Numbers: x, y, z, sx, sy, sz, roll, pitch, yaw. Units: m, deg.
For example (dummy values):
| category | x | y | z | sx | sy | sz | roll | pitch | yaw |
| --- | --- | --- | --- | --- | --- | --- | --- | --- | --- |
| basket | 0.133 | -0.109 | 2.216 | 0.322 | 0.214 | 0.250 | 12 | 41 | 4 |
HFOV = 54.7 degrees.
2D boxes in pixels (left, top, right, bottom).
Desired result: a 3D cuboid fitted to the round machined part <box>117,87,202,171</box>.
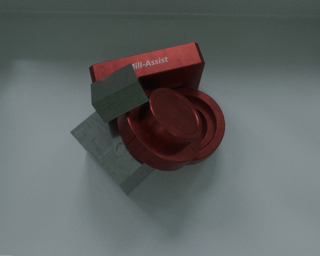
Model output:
| category | x | y | z | sx | sy | sz | roll | pitch | yaw |
| --- | --- | --- | --- | --- | --- | --- | --- | --- | --- |
| round machined part | 0.007 | -0.005 | 0.340 | 0.099 | 0.042 | 0.098 | 24 | 43 | -24 |

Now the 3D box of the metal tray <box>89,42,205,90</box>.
| category | x | y | z | sx | sy | sz | roll | pitch | yaw |
| --- | --- | --- | --- | --- | --- | --- | --- | --- | --- |
| metal tray | -0.015 | -0.059 | 0.394 | 0.131 | 0.090 | 0.030 | -14 | 72 | -6 |

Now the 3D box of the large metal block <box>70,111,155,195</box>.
| category | x | y | z | sx | sy | sz | roll | pitch | yaw |
| --- | --- | --- | --- | --- | --- | --- | --- | --- | --- |
| large metal block | -0.051 | 0.029 | 0.368 | 0.050 | 0.080 | 0.080 | -42 | 76 | -14 |

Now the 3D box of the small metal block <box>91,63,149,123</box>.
| category | x | y | z | sx | sy | sz | roll | pitch | yaw |
| --- | --- | --- | --- | --- | --- | --- | --- | --- | --- |
| small metal block | -0.043 | -0.038 | 0.323 | 0.050 | 0.025 | 0.050 | -27 | 33 | 3 |

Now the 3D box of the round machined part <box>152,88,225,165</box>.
| category | x | y | z | sx | sy | sz | roll | pitch | yaw |
| --- | --- | --- | --- | --- | --- | --- | --- | --- | --- |
| round machined part | 0.031 | 0.001 | 0.400 | 0.099 | 0.042 | 0.098 | 0 | 70 | -1 |
